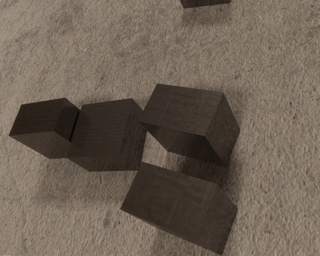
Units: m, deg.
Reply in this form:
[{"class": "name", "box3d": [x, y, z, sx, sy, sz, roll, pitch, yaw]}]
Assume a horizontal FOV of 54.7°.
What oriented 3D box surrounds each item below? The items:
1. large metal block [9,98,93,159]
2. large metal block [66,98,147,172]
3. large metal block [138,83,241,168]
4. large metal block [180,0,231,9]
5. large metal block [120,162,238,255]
[{"class": "large metal block", "box3d": [-0.147, 0.004, 0.441, 0.080, 0.080, 0.050, -5, 60, 25]}, {"class": "large metal block", "box3d": [-0.067, 0.011, 0.415, 0.080, 0.050, 0.080, -5, 59, 25]}, {"class": "large metal block", "box3d": [0.036, -0.003, 0.350, 0.080, 0.080, 0.050, 13, 69, 33]}, {"class": "large metal block", "box3d": [0.076, -0.244, 0.497, 0.080, 0.050, 0.080, 6, 64, 30]}, {"class": "large metal block", "box3d": [0.022, 0.080, 0.307, 0.080, 0.080, 0.050, 12, 68, 33]}]
